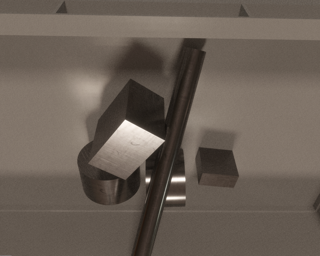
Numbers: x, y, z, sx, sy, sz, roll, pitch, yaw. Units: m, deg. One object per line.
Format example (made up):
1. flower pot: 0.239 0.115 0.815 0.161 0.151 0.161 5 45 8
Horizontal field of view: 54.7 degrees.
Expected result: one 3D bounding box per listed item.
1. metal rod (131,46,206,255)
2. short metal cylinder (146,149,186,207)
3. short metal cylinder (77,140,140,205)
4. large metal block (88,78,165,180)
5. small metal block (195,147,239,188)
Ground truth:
1. metal rod: 0.003 0.054 0.374 0.025 0.025 0.298 12 104 -10
2. short metal cylinder: 0.008 0.070 0.433 0.050 0.080 0.079 -2 130 1
3. short metal cylinder: -0.067 0.057 0.420 0.081 0.080 0.050 1 130 -1
4. large metal block: -0.039 0.001 0.374 0.050 0.080 0.080 29 124 -23
5. small metal block: 0.080 0.056 0.442 0.050 0.050 0.025 6 130 -6
